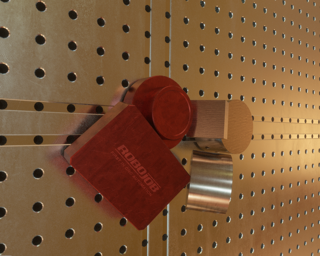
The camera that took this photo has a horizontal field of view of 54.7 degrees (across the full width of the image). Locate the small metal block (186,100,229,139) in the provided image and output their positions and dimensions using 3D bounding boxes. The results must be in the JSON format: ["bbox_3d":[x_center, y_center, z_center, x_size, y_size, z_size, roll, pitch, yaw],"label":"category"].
[{"bbox_3d":[0.065,-0.011,0.419,0.025,0.050,0.050,13,80,-68],"label":"small metal block"}]

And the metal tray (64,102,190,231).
[{"bbox_3d":[-0.033,0.045,0.359,0.090,0.030,0.130,-44,118,-14],"label":"metal tray"}]

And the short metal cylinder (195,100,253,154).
[{"bbox_3d":[0.096,-0.002,0.470,0.081,0.050,0.079,0,90,-40],"label":"short metal cylinder"}]

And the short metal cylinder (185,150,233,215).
[{"bbox_3d":[0.064,0.072,0.415,0.050,0.080,0.080,7,84,4],"label":"short metal cylinder"}]

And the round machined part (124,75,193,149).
[{"bbox_3d":[0.004,-0.019,0.396,0.099,0.042,0.097,0,90,-40],"label":"round machined part"}]
